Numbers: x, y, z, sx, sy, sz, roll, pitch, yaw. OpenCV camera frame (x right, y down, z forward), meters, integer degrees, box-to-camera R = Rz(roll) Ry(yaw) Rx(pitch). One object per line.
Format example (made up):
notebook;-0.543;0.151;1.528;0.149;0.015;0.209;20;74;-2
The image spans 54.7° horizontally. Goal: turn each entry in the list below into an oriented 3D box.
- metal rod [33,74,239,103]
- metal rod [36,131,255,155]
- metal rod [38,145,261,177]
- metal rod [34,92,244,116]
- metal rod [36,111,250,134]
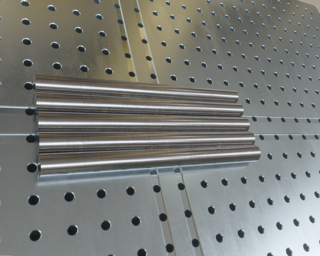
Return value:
metal rod;-0.014;-0.050;0.433;0.303;0.025;0.025;0;62;-28
metal rod;0.003;0.017;0.401;0.303;0.025;0.025;0;62;-28
metal rod;0.009;0.038;0.391;0.303;0.025;0.025;0;62;-29
metal rod;-0.008;-0.028;0.422;0.303;0.025;0.025;0;62;-28
metal rod;-0.002;-0.005;0.411;0.303;0.025;0.025;0;62;-28
